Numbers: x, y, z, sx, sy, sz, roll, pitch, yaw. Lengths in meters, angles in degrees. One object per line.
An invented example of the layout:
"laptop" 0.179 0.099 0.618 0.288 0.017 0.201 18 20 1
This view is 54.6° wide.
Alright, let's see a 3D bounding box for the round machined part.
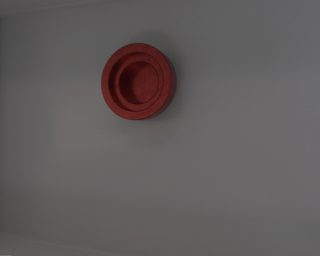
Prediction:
"round machined part" -0.025 -0.059 0.411 0.098 0.042 0.097 0 90 20
